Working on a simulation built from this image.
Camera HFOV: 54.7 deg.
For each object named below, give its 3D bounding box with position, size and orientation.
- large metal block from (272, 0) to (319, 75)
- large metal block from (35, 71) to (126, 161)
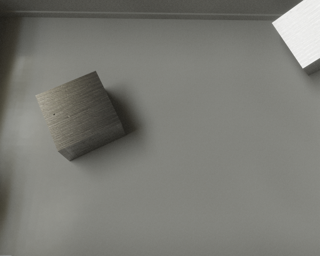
[{"bbox_3d":[0.217,-0.132,0.426,0.080,0.050,0.080,-34,70,26],"label":"large metal block"},{"bbox_3d":[-0.100,-0.015,0.401,0.080,0.050,0.080,-25,72,-9],"label":"large metal block"}]
